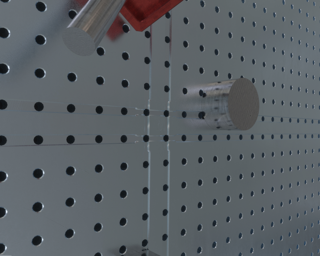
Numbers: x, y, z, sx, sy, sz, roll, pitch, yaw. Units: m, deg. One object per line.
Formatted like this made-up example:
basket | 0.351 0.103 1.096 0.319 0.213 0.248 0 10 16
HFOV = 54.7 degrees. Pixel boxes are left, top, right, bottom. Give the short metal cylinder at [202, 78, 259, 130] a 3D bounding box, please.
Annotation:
short metal cylinder | 0.112 -0.036 0.487 0.081 0.050 0.079 0 90 -40

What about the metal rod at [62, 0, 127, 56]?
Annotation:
metal rod | -0.020 -0.175 0.314 0.025 0.025 0.300 46 45 -31

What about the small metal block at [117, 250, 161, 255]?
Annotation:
small metal block | -0.028 0.185 0.386 0.050 0.025 0.050 8 85 -40

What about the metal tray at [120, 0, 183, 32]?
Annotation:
metal tray | -0.030 -0.181 0.330 0.130 0.090 0.030 45 28 -29
